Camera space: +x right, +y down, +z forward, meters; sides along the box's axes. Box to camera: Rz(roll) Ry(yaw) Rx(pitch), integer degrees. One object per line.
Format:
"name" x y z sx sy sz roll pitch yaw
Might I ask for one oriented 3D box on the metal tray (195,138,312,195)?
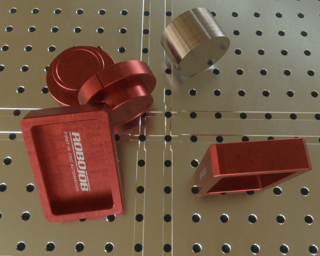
"metal tray" 0.092 0.047 0.340 0.091 0.130 0.030 -4 70 -2

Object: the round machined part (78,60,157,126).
"round machined part" -0.047 -0.037 0.386 0.099 0.098 0.042 -26 74 -9

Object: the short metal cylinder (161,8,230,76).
"short metal cylinder" 0.048 -0.116 0.426 0.080 0.080 0.050 -25 72 -9

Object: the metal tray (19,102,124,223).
"metal tray" -0.094 0.041 0.352 0.091 0.030 0.129 -7 111 -3

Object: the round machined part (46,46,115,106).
"round machined part" -0.108 -0.073 0.428 0.099 0.042 0.098 0 70 -1
